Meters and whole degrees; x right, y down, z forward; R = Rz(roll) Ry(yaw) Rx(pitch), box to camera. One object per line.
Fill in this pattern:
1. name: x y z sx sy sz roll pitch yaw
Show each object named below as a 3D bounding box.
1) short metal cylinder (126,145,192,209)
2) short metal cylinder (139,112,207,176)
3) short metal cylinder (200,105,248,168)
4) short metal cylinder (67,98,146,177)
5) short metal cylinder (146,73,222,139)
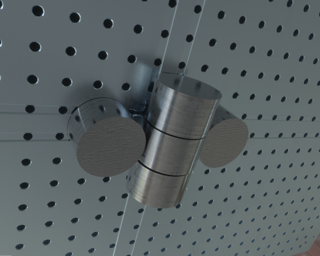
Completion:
1. short metal cylinder: -0.001 0.061 0.414 0.081 0.080 0.050 1 118 -29
2. short metal cylinder: 0.014 0.017 0.394 0.081 0.080 0.050 2 118 -30
3. short metal cylinder: 0.078 0.010 0.445 0.081 0.050 0.079 -14 125 -21
4. short metal cylinder: -0.064 0.011 0.367 0.081 0.050 0.079 -14 125 -21
5. short metal cylinder: 0.028 -0.028 0.374 0.081 0.080 0.050 2 117 -30
